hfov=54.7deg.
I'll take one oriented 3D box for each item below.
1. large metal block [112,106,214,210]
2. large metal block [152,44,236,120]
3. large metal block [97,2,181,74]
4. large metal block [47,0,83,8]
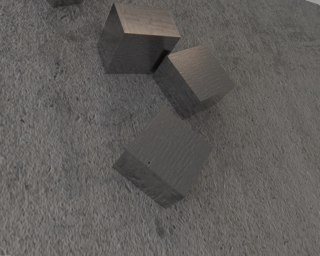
[{"bbox_3d":[0.005,0.035,0.369,0.080,0.050,0.080,39,51,-2],"label":"large metal block"},{"bbox_3d":[0.050,-0.069,0.456,0.081,0.050,0.080,-26,76,-37],"label":"large metal block"},{"bbox_3d":[-0.031,-0.118,0.423,0.081,0.080,0.050,-6,65,-31],"label":"large metal block"},{"bbox_3d":[-0.143,-0.231,0.432,0.050,0.080,0.080,-31,79,-38],"label":"large metal block"}]
